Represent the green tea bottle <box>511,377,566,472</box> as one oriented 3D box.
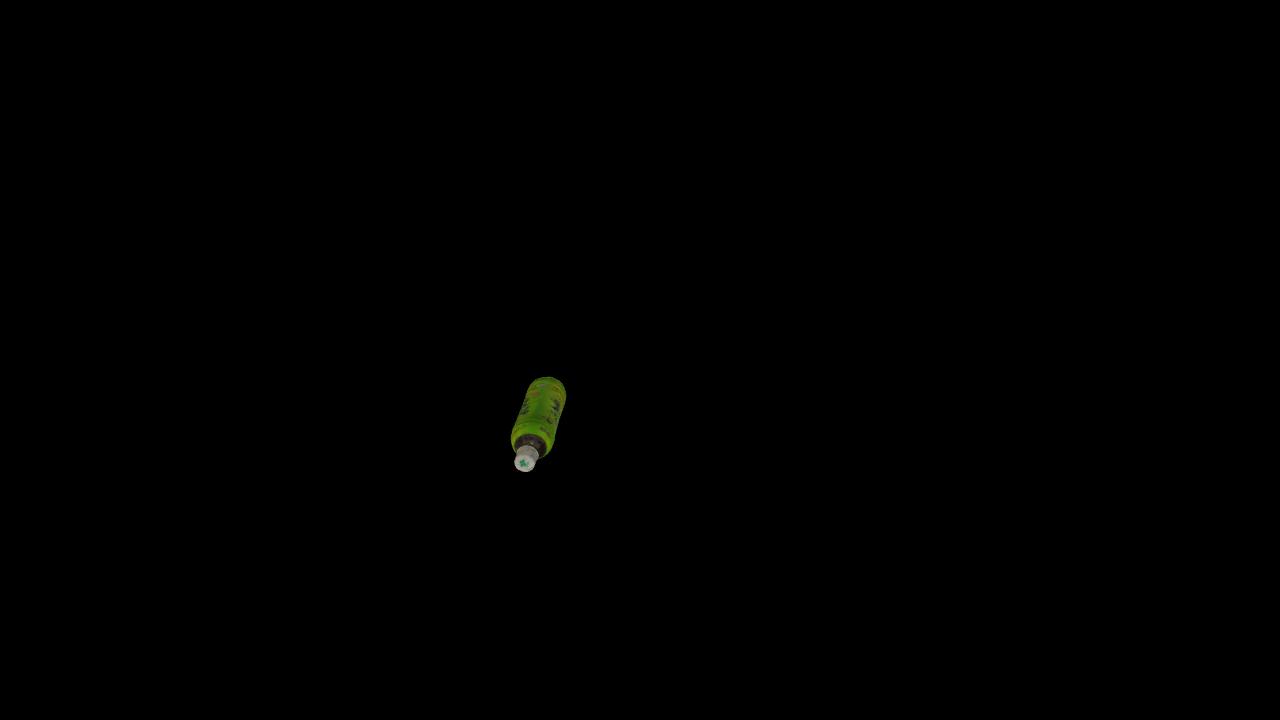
[{"bbox_3d":[-0.165,0.105,0.990,0.073,0.073,0.212,0,28,0],"label":"green tea bottle"}]
